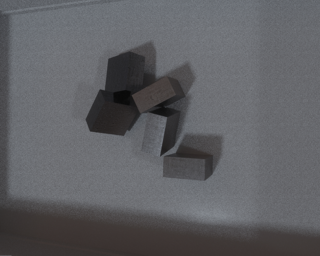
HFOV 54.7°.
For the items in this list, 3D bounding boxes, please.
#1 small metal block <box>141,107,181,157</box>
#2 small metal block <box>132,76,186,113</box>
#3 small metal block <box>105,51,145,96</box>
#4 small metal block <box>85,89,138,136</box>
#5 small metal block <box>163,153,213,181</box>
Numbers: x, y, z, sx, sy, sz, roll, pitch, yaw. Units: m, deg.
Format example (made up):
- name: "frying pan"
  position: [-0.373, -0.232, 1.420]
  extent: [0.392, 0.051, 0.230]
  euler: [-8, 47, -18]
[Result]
- name: "small metal block"
  position: [0.002, 0.003, 0.391]
  extent: [0.025, 0.050, 0.050]
  euler: [16, 106, 19]
- name: "small metal block"
  position: [0.000, -0.041, 0.396]
  extent: [0.050, 0.050, 0.025]
  euler: [-26, 85, 17]
- name: "small metal block"
  position: [-0.047, -0.069, 0.412]
  extent: [0.050, 0.025, 0.050]
  euler: [-2, 80, 49]
- name: "small metal block"
  position: [-0.063, -0.019, 0.409]
  extent: [0.050, 0.050, 0.025]
  euler: [-58, 42, 27]
- name: "small metal block"
  position: [0.036, 0.047, 0.384]
  extent: [0.050, 0.050, 0.025]
  euler: [2, 91, 19]
